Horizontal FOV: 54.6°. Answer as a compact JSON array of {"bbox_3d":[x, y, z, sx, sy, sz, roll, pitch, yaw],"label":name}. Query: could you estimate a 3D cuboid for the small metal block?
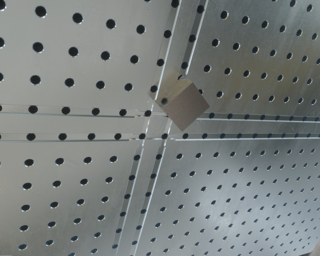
[{"bbox_3d":[0.030,-0.032,0.407,0.050,0.025,0.050,-42,129,1],"label":"small metal block"}]
